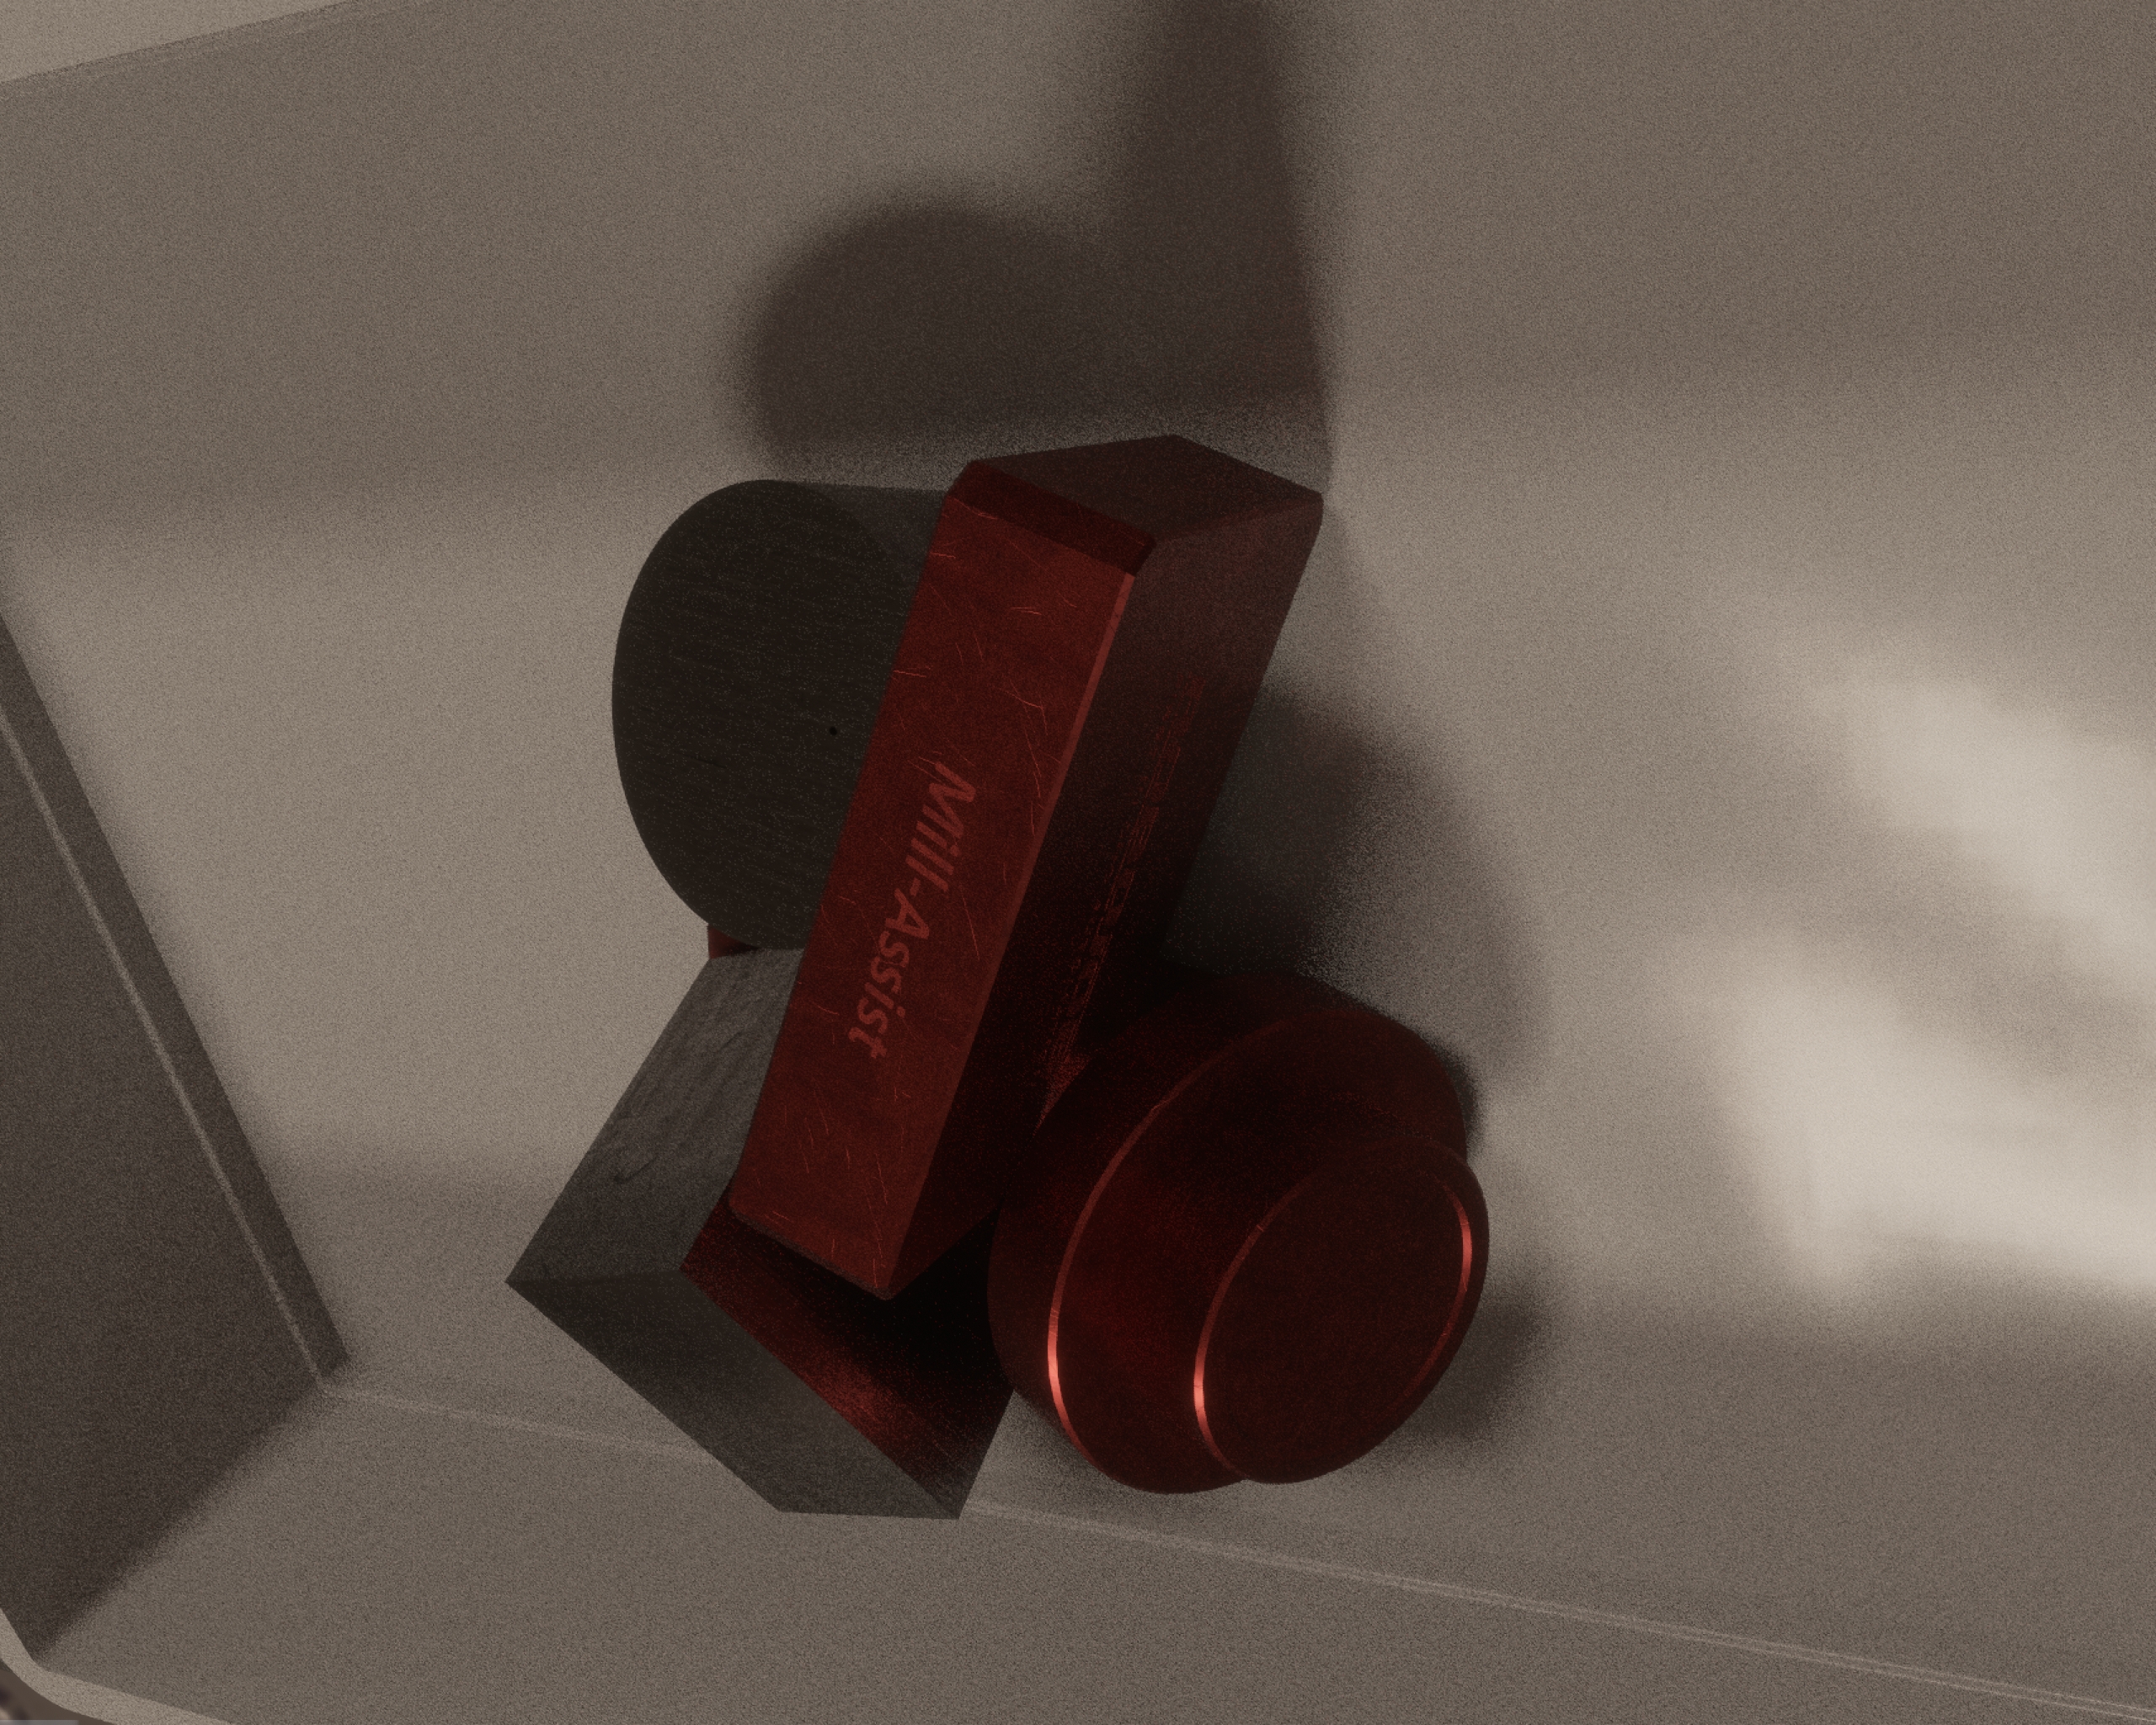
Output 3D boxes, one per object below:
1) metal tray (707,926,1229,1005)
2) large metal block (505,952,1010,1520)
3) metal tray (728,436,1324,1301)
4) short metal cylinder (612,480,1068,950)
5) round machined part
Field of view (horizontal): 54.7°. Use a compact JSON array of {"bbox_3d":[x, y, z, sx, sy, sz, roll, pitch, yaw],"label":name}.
[{"bbox_3d":[-0.014,0.057,0.443,0.130,0.030,0.089,16,125,18],"label":"metal tray"},{"bbox_3d":[-0.049,0.071,0.410,0.050,0.080,0.080,-13,128,39],"label":"large metal block"},{"bbox_3d":[-0.007,-0.003,0.345,0.030,0.090,0.129,26,112,16],"label":"metal tray"},{"bbox_3d":[-0.037,-0.027,0.373,0.080,0.050,0.079,5,99,38],"label":"short metal cylinder"},{"bbox_3d":[0.036,0.073,0.380,0.042,0.099,0.097,29,136,49],"label":"round machined part"}]
